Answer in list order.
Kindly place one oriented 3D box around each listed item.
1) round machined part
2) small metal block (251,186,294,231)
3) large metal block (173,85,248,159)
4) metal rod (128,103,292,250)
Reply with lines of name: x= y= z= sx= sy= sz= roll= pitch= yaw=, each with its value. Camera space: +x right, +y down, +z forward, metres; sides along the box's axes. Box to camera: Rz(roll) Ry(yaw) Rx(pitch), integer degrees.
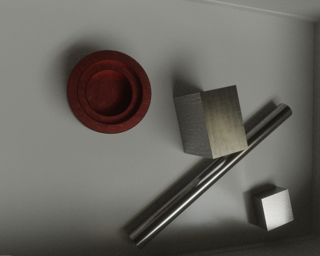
round machined part: x=-0.064 y=-0.042 z=0.379 sx=0.099 sy=0.042 sz=0.097 roll=0 pitch=90 yaw=-21
small metal block: x=0.173 y=0.123 z=0.477 sx=0.050 sy=0.025 sz=0.050 roll=-14 pitch=95 yaw=-20
large metal block: x=0.063 y=-0.008 z=0.406 sx=0.050 sy=0.080 sz=0.080 roll=-14 pitch=95 yaw=-20
metal rod: x=0.081 y=0.059 z=0.442 sx=0.301 sy=0.025 sz=0.025 roll=-37 pitch=102 yaw=-17
